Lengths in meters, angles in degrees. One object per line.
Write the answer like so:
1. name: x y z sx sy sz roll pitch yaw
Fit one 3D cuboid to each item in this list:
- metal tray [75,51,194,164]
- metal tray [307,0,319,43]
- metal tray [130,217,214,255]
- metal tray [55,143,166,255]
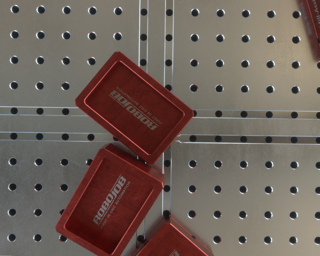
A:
1. metal tray: -0.033 -0.026 0.410 0.130 0.030 0.090 39 90 -1
2. metal tray: 0.253 -0.169 0.414 0.091 0.030 0.129 -16 90 -1
3. metal tray: 0.000 0.196 0.410 0.090 0.030 0.130 41 90 -1
4. metal tray: -0.063 0.096 0.397 0.090 0.030 0.129 31 101 -1
